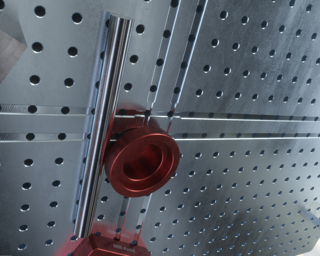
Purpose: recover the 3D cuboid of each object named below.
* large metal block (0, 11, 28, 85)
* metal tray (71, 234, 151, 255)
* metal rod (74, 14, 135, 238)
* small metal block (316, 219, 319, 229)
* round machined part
[{"bbox_3d":[-0.158,-0.078,0.241,0.080,0.080,0.050,33,100,-38],"label":"large metal block"},{"bbox_3d":[-0.085,0.227,0.501,0.130,0.030,0.090,33,100,-39],"label":"metal tray"},{"bbox_3d":[-0.074,0.016,0.380,0.025,0.025,0.298,1,118,-29],"label":"metal rod"},{"bbox_3d":[0.443,0.252,0.793,0.050,0.050,0.025,-11,123,-22],"label":"small metal block"},{"bbox_3d":[-0.026,0.040,0.408,0.099,0.042,0.097,-16,126,-23],"label":"round machined part"}]
